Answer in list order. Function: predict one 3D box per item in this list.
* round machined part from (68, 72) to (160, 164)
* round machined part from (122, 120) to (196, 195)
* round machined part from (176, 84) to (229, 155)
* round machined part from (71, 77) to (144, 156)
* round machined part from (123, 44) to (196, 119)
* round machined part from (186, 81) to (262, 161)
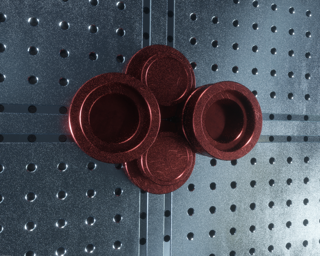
[{"bbox_3d":[-0.053,-0.011,0.349,0.099,0.042,0.097,0,90,-20],"label":"round machined part"},{"bbox_3d":[0.003,0.038,0.404,0.099,0.042,0.097,0,90,-20],"label":"round machined part"},{"bbox_3d":[0.067,-0.010,0.427,0.099,0.042,0.097,0,90,-20],"label":"round machined part"},{"bbox_3d":[-0.061,-0.011,0.380,0.099,0.042,0.097,0,90,-20],"label":"round machined part"},{"bbox_3d":[0.003,-0.060,0.404,0.099,0.042,0.097,0,90,-20],"label":"round machined part"},{"bbox_3d":[0.078,-0.009,0.397,0.099,0.042,0.097,0,90,-20],"label":"round machined part"}]
